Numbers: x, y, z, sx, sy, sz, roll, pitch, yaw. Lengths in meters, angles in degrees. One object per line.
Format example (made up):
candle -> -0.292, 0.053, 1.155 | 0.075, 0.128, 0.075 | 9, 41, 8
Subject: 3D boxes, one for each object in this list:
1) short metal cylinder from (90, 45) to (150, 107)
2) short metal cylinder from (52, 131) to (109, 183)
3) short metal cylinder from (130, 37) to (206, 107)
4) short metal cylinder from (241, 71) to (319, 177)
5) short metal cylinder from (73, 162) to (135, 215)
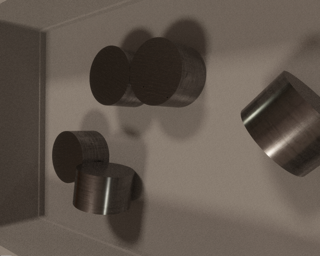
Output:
short metal cylinder -> -0.053, -0.070, 0.432 | 0.080, 0.050, 0.079 | 0, 90, 39
short metal cylinder -> -0.127, 0.044, 0.492 | 0.080, 0.050, 0.079 | 0, 90, 39
short metal cylinder -> 0.009, -0.066, 0.381 | 0.080, 0.050, 0.079 | 0, 90, 39
short metal cylinder -> 0.119, -0.004, 0.272 | 0.050, 0.081, 0.080 | -48, 62, 29
short metal cylinder -> -0.078, 0.082, 0.433 | 0.080, 0.081, 0.050 | 12, 98, 39
